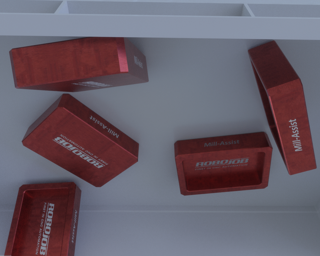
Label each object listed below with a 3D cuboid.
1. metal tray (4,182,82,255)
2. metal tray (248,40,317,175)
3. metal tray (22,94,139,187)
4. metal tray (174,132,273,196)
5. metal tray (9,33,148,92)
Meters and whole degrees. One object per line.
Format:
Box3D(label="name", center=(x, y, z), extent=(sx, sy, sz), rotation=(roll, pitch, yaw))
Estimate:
Box3D(label="metal tray", center=(-0.173, 0.149, 0.463), extent=(0.091, 0.130, 0.030), rotation=(-3, 148, 2))
Box3D(label="metal tray", center=(0.138, -0.021, 0.349), extent=(0.030, 0.090, 0.130), rotation=(-19, 128, 15))
Box3D(label="metal tray", center=(-0.105, 0.023, 0.424), extent=(0.090, 0.030, 0.130), rotation=(-36, 122, 26))
Box3D(label="metal tray", center=(0.091, 0.055, 0.452), extent=(0.131, 0.030, 0.089), rotation=(-6, 130, 5))
Box3D(label="metal tray", center=(-0.065, -0.056, 0.296), extent=(0.090, 0.130, 0.030), rotation=(-7, 95, 6))
